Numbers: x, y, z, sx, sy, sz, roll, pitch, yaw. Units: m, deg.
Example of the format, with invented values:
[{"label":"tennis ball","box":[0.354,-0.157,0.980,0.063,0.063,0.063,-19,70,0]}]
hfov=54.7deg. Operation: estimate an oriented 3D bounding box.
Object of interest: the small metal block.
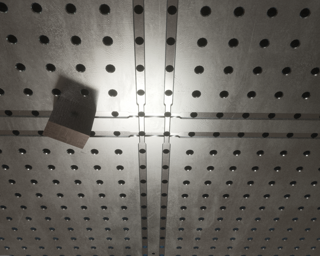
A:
[{"label":"small metal block","box":[-0.112,-0.007,0.387,0.050,0.050,0.025,23,126,-19]}]
